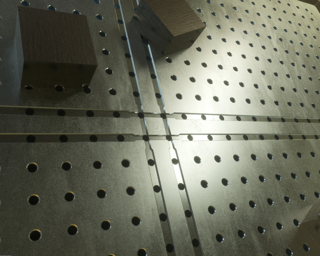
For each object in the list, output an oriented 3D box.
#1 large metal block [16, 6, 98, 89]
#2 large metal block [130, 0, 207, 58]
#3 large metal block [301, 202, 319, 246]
[{"bbox_3d":[-0.130,-0.097,0.382,0.081,0.050,0.080,-3,63,-30],"label":"large metal block"},{"bbox_3d":[0.014,-0.170,0.505,0.081,0.050,0.080,-30,79,-38],"label":"large metal block"},{"bbox_3d":[0.265,0.142,0.432,0.050,0.080,0.080,-32,80,-38],"label":"large metal block"}]
